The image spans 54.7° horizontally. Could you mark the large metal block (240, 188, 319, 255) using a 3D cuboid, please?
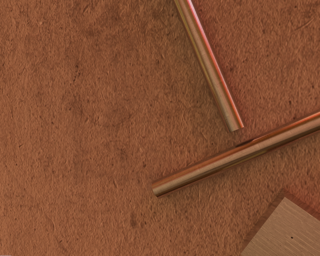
[{"bbox_3d":[0.149,0.127,0.343,0.080,0.050,0.080,36,101,16],"label":"large metal block"}]

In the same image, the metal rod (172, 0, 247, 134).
[{"bbox_3d":[0.040,-0.136,0.394,0.025,0.025,0.299,-23,82,18],"label":"metal rod"}]

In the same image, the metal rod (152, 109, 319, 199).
[{"bbox_3d":[0.124,0.018,0.364,0.300,0.025,0.025,-26,82,17],"label":"metal rod"}]
